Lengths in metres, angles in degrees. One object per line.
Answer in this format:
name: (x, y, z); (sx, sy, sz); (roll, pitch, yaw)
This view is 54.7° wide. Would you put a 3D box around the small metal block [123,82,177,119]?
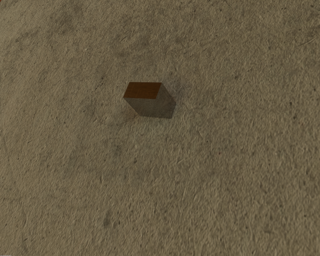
small metal block: (-0.013, -0.037, 0.417); (0.050, 0.050, 0.025); (6, 65, 30)
